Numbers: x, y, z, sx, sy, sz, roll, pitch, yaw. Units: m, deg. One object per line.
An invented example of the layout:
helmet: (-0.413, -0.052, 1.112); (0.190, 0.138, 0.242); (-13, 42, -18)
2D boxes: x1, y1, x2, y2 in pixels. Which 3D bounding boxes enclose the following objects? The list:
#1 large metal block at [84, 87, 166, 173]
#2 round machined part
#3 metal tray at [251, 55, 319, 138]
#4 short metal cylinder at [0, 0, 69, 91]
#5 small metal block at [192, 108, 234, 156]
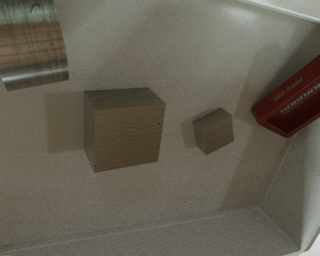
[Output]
large metal block: (-0.045, 0.000, 0.369); (0.081, 0.050, 0.079); (-7, 122, -25)
round machined part: (0.113, 0.218, 0.566); (0.099, 0.098, 0.042); (-6, 108, -26)
metal tray: (0.217, -0.043, 0.469); (0.091, 0.030, 0.129); (21, 130, -36)
short metal cylinder: (-0.114, -0.075, 0.265); (0.050, 0.080, 0.079); (-15, 125, -20)
small metal block: (0.079, 0.005, 0.458); (0.050, 0.025, 0.050); (-25, 128, -13)
